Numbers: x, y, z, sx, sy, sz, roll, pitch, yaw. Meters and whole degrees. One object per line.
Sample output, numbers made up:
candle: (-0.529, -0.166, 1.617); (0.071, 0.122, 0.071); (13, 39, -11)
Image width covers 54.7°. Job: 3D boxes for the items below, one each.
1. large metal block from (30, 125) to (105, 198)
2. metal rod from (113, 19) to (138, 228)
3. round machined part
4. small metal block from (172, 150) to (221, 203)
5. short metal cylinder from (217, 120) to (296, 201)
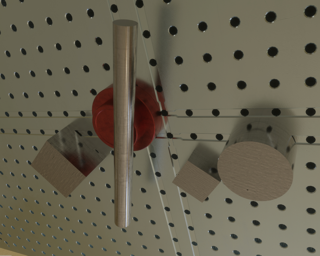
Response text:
large metal block: (-0.152, 0.056, 0.507); (0.080, 0.050, 0.080); (44, 129, -3)
metal rod: (-0.046, 0.019, 0.390); (0.025, 0.025, 0.298); (17, 126, 18)
round machined part: (-0.052, -0.009, 0.420); (0.098, 0.042, 0.097); (13, 124, 20)
small metal block: (0.052, 0.067, 0.424); (0.050, 0.025, 0.050); (33, 129, 6)
short metal cylinder: (0.113, 0.037, 0.358); (0.080, 0.050, 0.079); (13, 124, 20)
